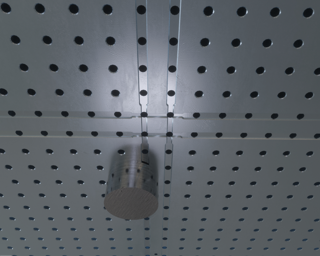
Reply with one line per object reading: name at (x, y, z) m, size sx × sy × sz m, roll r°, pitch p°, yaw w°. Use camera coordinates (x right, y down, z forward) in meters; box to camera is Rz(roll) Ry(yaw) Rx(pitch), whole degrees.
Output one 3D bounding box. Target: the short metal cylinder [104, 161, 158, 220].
short metal cylinder at (-0.042, 0.097, 0.477) m, size 0.080 × 0.050 × 0.080 m, roll 0°, pitch 130°, yaw 0°
